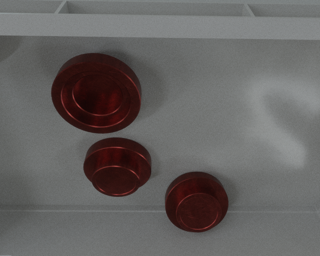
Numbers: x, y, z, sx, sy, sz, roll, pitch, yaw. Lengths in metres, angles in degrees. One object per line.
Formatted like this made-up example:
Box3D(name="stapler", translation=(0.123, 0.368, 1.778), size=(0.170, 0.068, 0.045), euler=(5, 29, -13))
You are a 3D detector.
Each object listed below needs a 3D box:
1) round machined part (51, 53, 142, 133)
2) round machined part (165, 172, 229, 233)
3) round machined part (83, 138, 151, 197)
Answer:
Box3D(name="round machined part", translation=(-0.071, -0.043, 0.360), size=(0.099, 0.042, 0.097), euler=(0, 130, 0))
Box3D(name="round machined part", translation=(0.057, 0.121, 0.479), size=(0.099, 0.042, 0.097), euler=(-1, 107, -1))
Box3D(name="round machined part", translation=(-0.062, 0.063, 0.451), size=(0.099, 0.042, 0.097), euler=(0, 130, 0))
